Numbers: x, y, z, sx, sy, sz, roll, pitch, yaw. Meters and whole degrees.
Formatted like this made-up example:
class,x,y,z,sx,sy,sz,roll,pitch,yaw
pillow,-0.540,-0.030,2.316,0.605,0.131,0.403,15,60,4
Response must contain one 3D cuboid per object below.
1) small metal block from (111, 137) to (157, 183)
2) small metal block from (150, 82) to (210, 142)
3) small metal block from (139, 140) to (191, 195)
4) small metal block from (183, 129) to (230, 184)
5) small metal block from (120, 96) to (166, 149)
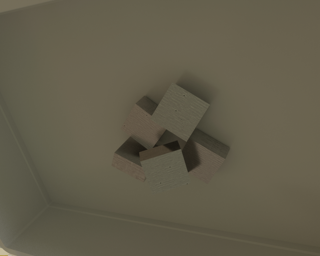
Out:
class,x,y,z,sx,sy,sz,roll,pitch,yaw
small metal block,-0.031,0.041,0.429,0.050,0.050,0.025,26,127,11
small metal block,0.024,-0.019,0.367,0.050,0.025,0.050,32,95,6
small metal block,0.006,0.049,0.386,0.050,0.025,0.050,-18,113,0
small metal block,0.054,0.037,0.399,0.050,0.025,0.050,31,128,8
small metal block,-0.017,-0.006,0.409,0.050,0.025,0.050,37,129,2
